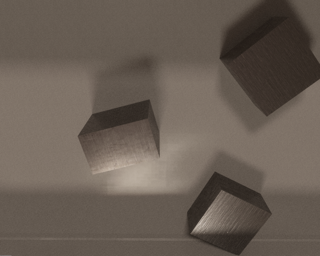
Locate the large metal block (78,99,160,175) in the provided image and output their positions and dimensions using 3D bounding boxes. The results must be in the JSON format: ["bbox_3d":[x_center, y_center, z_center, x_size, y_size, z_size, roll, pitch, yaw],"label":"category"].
[{"bbox_3d":[-0.046,0.008,0.384,0.080,0.080,0.050,-14,110,5],"label":"large metal block"}]

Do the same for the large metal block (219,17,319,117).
[{"bbox_3d":[0.132,-0.075,0.372,0.080,0.050,0.080,-38,106,12],"label":"large metal block"}]

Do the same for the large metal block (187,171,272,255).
[{"bbox_3d":[0.096,0.122,0.445,0.080,0.050,0.080,27,108,-10],"label":"large metal block"}]
